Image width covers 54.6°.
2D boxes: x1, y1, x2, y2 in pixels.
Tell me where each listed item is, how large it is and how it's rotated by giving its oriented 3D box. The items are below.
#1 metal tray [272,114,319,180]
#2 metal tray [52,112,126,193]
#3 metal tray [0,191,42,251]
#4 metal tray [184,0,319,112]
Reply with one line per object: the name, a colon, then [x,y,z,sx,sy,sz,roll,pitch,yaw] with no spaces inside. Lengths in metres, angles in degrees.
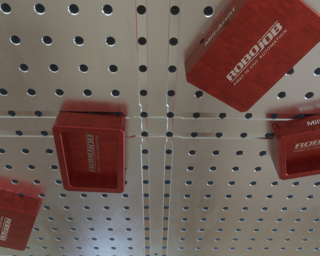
metal tray: [0.227,0.023,0.429,0.130,0.030,0.090,-12,129,10]
metal tray: [-0.095,0.039,0.440,0.091,0.030,0.129,3,130,-3]
metal tray: [-0.270,0.165,0.546,0.091,0.030,0.129,19,128,-16]
metal tray: [0.099,-0.086,0.336,0.090,0.030,0.129,26,125,-21]
